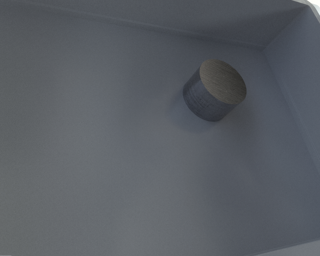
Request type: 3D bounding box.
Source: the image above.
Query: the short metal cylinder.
[{"bbox_3d":[0.082,-0.056,0.467,0.081,0.050,0.080,13,56,-21],"label":"short metal cylinder"}]
